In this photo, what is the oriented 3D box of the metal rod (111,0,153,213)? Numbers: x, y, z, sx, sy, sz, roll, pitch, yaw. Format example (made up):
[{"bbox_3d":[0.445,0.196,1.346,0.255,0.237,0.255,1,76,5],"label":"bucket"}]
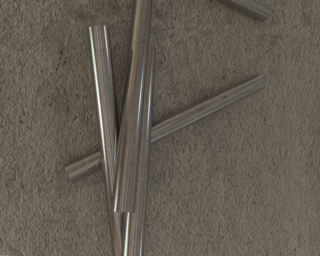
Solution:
[{"bbox_3d":[-0.029,-0.055,0.365,0.025,0.025,0.299,9,75,-20],"label":"metal rod"}]

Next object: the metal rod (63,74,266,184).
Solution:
[{"bbox_3d":[0.020,-0.007,0.416,0.302,0.025,0.025,-26,99,-18],"label":"metal rod"}]

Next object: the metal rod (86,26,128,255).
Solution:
[{"bbox_3d":[-0.056,0.036,0.361,0.025,0.025,0.298,-7,95,-20],"label":"metal rod"}]

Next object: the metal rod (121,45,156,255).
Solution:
[{"bbox_3d":[-0.025,0.041,0.365,0.025,0.025,0.299,9,74,-20],"label":"metal rod"}]

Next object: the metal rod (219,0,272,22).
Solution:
[{"bbox_3d":[0.024,-0.216,0.417,0.302,0.025,0.025,18,84,-19],"label":"metal rod"}]
